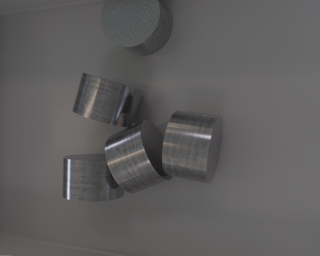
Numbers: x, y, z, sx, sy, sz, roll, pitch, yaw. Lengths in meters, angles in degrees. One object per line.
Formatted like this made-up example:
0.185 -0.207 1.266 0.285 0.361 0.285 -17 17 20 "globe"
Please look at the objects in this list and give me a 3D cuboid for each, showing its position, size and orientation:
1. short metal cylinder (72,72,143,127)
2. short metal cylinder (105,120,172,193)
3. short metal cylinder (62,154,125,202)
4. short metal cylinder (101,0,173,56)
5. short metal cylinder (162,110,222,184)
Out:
-0.068 -0.037 0.405 0.080 0.080 0.050 19 97 19 "short metal cylinder"
-0.024 0.036 0.390 0.050 0.080 0.080 -24 82 18 "short metal cylinder"
-0.087 0.063 0.412 0.080 0.080 0.050 1 91 20 "short metal cylinder"
-0.029 -0.140 0.408 0.080 0.050 0.080 0 90 20 "short metal cylinder"
0.040 0.022 0.367 0.050 0.080 0.079 9 93 20 "short metal cylinder"
